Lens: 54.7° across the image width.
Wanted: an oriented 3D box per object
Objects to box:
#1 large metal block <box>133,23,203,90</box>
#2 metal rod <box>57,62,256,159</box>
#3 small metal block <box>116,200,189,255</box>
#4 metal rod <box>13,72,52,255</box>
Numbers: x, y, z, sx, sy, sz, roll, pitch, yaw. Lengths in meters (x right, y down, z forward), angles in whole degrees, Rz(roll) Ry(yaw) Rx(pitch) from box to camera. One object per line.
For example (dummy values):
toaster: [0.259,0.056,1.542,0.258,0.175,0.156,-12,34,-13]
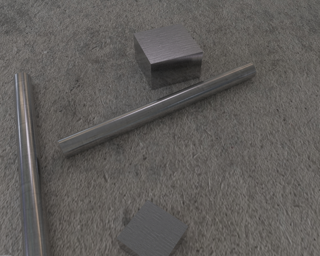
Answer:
large metal block: [0.011,-0.112,0.482,0.081,0.050,0.080,-16,52,-14]
metal rod: [0.010,-0.032,0.429,0.302,0.025,0.025,-24,54,-19]
small metal block: [-0.007,0.109,0.311,0.050,0.025,0.050,29,55,22]
metal rod: [-0.157,0.035,0.372,0.025,0.025,0.300,-15,52,-12]
